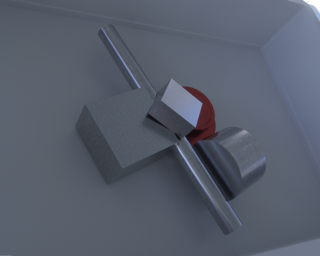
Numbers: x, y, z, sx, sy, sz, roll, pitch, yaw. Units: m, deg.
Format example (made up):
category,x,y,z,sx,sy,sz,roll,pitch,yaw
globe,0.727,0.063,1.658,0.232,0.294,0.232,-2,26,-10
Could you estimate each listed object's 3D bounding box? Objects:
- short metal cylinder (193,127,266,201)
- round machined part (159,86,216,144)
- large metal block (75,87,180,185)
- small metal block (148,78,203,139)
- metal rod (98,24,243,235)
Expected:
category,x,y,z,sx,sy,sz,roll,pitch,yaw
short metal cylinder,0.083,0.044,0.388,0.050,0.080,0.080,-23,74,-37
round machined part,0.035,-0.018,0.424,0.099,0.042,0.098,14,56,-21
large metal block,-0.039,0.007,0.361,0.081,0.050,0.080,-23,74,-36
small metal block,0.020,-0.024,0.368,0.050,0.025,0.050,37,39,-12
metal rod,0.006,-0.008,0.386,0.025,0.025,0.299,-23,74,-37
